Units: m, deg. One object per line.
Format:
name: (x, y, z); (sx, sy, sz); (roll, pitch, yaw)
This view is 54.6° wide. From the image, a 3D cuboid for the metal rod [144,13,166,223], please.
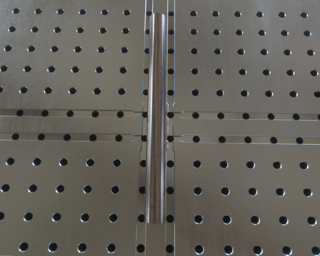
metal rod: (-0.005, -0.027, 0.422); (0.025, 0.025, 0.299); (1, 70, 0)
